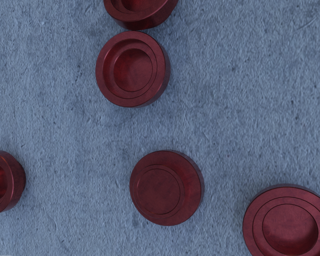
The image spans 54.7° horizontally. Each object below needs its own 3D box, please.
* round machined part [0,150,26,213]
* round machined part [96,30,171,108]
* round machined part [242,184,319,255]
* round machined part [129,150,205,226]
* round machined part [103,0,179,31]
[{"bbox_3d":[-0.254,0.083,0.490,0.098,0.042,0.097,0,90,20],"label":"round machined part"},{"bbox_3d":[-0.032,-0.075,0.411,0.098,0.042,0.097,0,90,20],"label":"round machined part"},{"bbox_3d":[0.145,0.111,0.348,0.098,0.042,0.097,0,90,20],"label":"round machined part"},{"bbox_3d":[0.005,0.078,0.398,0.098,0.042,0.097,0,90,20],"label":"round machined part"},{"bbox_3d":[-0.019,-0.168,0.398,0.098,0.042,0.098,-6,73,19],"label":"round machined part"}]
